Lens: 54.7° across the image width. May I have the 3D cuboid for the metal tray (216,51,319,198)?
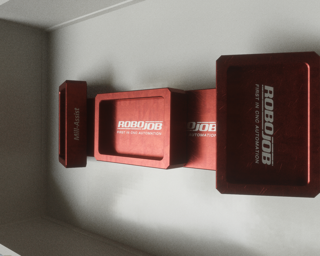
[{"bbox_3d":[0.099,-0.003,0.294,0.090,0.030,0.129,0,90,11],"label":"metal tray"}]

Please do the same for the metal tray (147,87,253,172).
[{"bbox_3d":[0.042,0.001,0.367,0.130,0.030,0.089,0,90,40],"label":"metal tray"}]

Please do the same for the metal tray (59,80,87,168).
[{"bbox_3d":[-0.141,-0.006,0.495,0.090,0.030,0.129,-179,89,-65],"label":"metal tray"}]

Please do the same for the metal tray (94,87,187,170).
[{"bbox_3d":[-0.029,0.000,0.386,0.130,0.030,0.089,1,90,40],"label":"metal tray"}]

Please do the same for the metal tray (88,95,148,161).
[{"bbox_3d":[-0.057,-0.001,0.450,0.130,0.030,0.089,0,90,40],"label":"metal tray"}]
